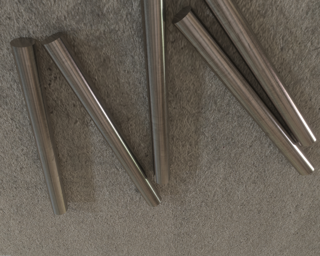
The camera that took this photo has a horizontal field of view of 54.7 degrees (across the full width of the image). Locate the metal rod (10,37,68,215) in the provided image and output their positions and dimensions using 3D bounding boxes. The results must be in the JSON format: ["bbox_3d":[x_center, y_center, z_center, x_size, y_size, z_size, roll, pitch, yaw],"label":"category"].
[{"bbox_3d":[-0.156,0.022,0.424,0.025,0.025,0.298,3,130,-3],"label":"metal rod"}]

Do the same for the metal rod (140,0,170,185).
[{"bbox_3d":[-0.002,-0.037,0.375,0.025,0.025,0.298,-2,130,1],"label":"metal rod"}]

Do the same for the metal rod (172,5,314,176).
[{"bbox_3d":[0.119,-0.027,0.385,0.025,0.025,0.300,-33,123,25],"label":"metal rod"}]

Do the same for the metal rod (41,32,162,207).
[{"bbox_3d":[-0.061,0.012,0.416,0.025,0.025,0.299,-16,129,13],"label":"metal rod"}]

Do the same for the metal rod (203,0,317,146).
[{"bbox_3d":[0.108,-0.075,0.343,0.025,0.025,0.300,-31,124,23],"label":"metal rod"}]
